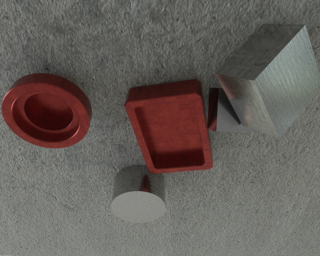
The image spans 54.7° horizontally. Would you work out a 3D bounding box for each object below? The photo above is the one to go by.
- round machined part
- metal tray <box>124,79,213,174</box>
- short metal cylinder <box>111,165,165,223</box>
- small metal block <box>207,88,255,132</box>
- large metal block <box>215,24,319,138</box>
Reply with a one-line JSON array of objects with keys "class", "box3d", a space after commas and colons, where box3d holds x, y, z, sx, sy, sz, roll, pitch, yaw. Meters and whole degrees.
[{"class": "round machined part", "box3d": [-0.132, -0.024, 0.373, 0.099, 0.042, 0.097, -1, 130, 0]}, {"class": "metal tray", "box3d": [0.016, 0.004, 0.402, 0.090, 0.030, 0.129, -7, 130, 12]}, {"class": "short metal cylinder", "box3d": [-0.032, 0.102, 0.478, 0.081, 0.050, 0.079, 0, 130, 0]}, {"class": "small metal block", "box3d": [0.086, -0.022, 0.369, 0.050, 0.025, 0.050, 0, 98, -16]}, {"class": "large metal block", "box3d": [0.116, -0.050, 0.324, 0.080, 0.050, 0.080, -46, 125, -13]}]
